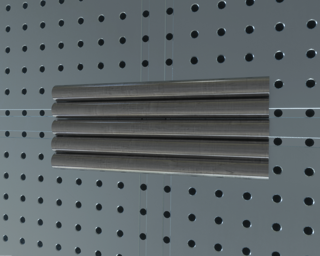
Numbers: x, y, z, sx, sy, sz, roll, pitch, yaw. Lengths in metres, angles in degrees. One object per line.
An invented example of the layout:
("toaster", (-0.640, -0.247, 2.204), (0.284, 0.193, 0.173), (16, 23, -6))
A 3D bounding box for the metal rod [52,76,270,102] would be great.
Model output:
("metal rod", (-0.012, -0.050, 0.416), (0.301, 0.025, 0.025), (1, 90, 19))

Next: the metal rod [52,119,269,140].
("metal rod", (-0.013, 0.001, 0.416), (0.301, 0.025, 0.025), (1, 90, 19))

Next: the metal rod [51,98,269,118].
("metal rod", (-0.013, -0.025, 0.416), (0.301, 0.025, 0.025), (1, 90, 19))

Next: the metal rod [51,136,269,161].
("metal rod", (-0.013, 0.026, 0.416), (0.301, 0.025, 0.025), (1, 90, 19))

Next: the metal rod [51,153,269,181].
("metal rod", (-0.013, 0.050, 0.416), (0.301, 0.025, 0.025), (0, 90, 19))
